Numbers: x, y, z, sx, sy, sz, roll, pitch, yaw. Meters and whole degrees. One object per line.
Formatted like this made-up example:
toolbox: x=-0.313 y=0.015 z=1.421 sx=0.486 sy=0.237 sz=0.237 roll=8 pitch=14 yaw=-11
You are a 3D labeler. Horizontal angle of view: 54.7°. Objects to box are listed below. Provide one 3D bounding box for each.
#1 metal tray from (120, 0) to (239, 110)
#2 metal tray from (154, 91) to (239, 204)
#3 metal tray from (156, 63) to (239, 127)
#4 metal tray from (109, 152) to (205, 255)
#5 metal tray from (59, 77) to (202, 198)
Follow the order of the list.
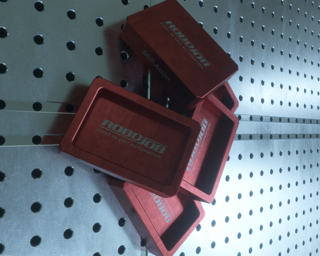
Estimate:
metal tray: x=0.026 y=-0.096 z=0.390 sx=0.130 sy=0.030 sz=0.091 roll=49 pitch=56 yaw=5
metal tray: x=0.053 y=0.024 z=0.413 sx=0.090 sy=0.030 sz=0.130 roll=36 pitch=68 yaw=-35
metal tray: x=0.060 y=-0.054 z=0.458 sx=0.090 sy=0.030 sz=0.130 roll=-51 pitch=120 yaw=-28
metal tray: x=0.002 y=0.095 z=0.409 sx=0.091 sy=0.030 sz=0.129 roll=-40 pitch=115 yaw=-33
metal tray: x=-0.030 y=0.012 z=0.342 sx=0.131 sy=0.030 sz=0.090 roll=24 pitch=72 yaw=-6
